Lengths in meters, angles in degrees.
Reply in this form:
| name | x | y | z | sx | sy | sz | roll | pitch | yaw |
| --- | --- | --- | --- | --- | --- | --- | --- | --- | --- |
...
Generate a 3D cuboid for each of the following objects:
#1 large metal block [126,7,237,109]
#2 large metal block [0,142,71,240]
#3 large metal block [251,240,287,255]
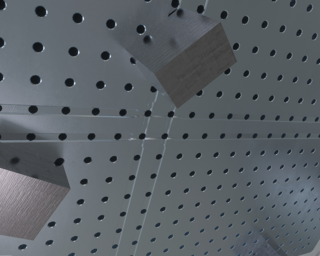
| name | x | y | z | sx | sy | sz | roll | pitch | yaw |
| --- | --- | --- | --- | --- | --- | --- | --- | --- | --- |
| large metal block | 0.021 | -0.079 | 0.337 | 0.080 | 0.080 | 0.050 | -39 | 129 | -2 |
| large metal block | -0.163 | 0.073 | 0.351 | 0.080 | 0.050 | 0.080 | 29 | 102 | -38 |
| large metal block | 0.257 | 0.321 | 0.732 | 0.080 | 0.050 | 0.080 | 34 | 99 | -39 |
